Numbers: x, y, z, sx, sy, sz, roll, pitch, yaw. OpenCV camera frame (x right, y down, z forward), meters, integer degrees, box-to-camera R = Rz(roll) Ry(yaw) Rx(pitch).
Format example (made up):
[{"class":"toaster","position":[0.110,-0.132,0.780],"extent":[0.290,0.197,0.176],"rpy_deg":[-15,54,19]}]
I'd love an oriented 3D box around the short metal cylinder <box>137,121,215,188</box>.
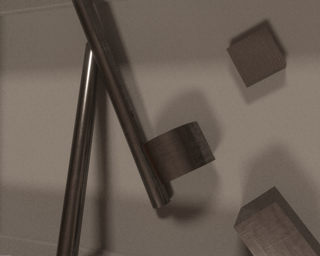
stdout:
[{"class":"short metal cylinder","position":[0.020,0.032,0.374],"extent":[0.080,0.080,0.050],"rpy_deg":[-28,81,17]}]

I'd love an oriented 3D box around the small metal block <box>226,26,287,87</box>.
[{"class":"small metal block","position":[0.115,-0.083,0.370],"extent":[0.050,0.025,0.050],"rpy_deg":[-28,81,17]}]

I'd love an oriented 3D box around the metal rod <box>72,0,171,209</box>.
[{"class":"metal rod","position":[-0.053,-0.038,0.415],"extent":[0.025,0.025,0.299],"rpy_deg":[-22,88,18]}]

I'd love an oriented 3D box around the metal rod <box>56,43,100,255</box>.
[{"class":"metal rod","position":[-0.103,0.026,0.404],"extent":[0.025,0.025,0.299],"rpy_deg":[-2,74,19]}]

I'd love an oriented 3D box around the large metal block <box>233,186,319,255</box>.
[{"class":"large metal block","position":[0.130,0.117,0.336],"extent":[0.050,0.080,0.080],"rpy_deg":[-39,78,16]}]
